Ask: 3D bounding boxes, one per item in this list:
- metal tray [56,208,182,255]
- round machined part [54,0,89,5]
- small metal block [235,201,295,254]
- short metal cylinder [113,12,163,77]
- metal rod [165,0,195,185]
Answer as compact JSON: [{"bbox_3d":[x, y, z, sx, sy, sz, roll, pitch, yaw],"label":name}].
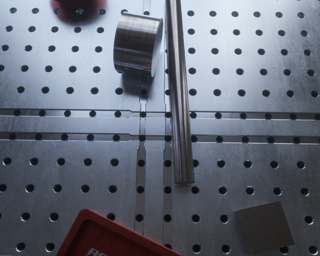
[{"bbox_3d":[-0.050,0.159,0.350,0.130,0.030,0.090,24,71,8],"label":"metal tray"},{"bbox_3d":[-0.138,-0.234,0.487,0.099,0.042,0.098,0,70,-1],"label":"round machined part"},{"bbox_3d":[0.124,0.119,0.370,0.050,0.025,0.050,-11,71,-5],"label":"small metal block"},{"bbox_3d":[-0.028,-0.114,0.424,0.050,0.080,0.080,11,70,4],"label":"short metal cylinder"},{"bbox_3d":[0.025,-0.072,0.438,0.025,0.025,0.299,-2,70,-1],"label":"metal rod"}]
